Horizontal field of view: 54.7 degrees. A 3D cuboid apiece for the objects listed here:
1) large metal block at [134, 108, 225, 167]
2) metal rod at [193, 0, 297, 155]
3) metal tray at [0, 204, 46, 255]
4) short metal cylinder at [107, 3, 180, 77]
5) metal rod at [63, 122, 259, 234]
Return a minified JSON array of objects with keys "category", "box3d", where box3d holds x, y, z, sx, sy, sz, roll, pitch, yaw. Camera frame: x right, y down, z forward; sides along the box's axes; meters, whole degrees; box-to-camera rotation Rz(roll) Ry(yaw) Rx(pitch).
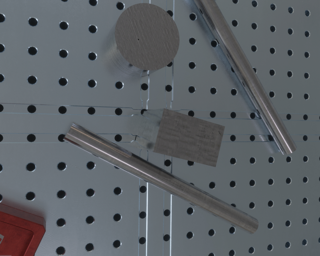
[{"category":"large metal block","box3d":[0.021,0.012,0.391,0.081,0.080,0.050,15,85,-20]},{"category":"metal rod","box3d":[0.122,-0.088,0.457,0.025,0.025,0.299,-37,102,-16]},{"category":"metal tray","box3d":[-0.196,0.151,0.337,0.090,0.030,0.130,27,81,-18]},{"category":"short metal cylinder","box3d":[-0.022,-0.108,0.391,0.081,0.050,0.079,0,90,-20]},{"category":"metal rod","box3d":[0.014,0.075,0.417,0.301,0.025,0.025,30,80,-18]}]
